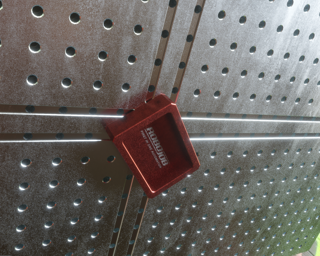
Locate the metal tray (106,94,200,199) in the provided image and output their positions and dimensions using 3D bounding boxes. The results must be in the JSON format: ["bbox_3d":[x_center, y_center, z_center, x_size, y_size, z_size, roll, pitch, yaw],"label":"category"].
[{"bbox_3d":[-0.004,0.029,0.425,0.090,0.030,0.130,-32,129,-8],"label":"metal tray"}]
